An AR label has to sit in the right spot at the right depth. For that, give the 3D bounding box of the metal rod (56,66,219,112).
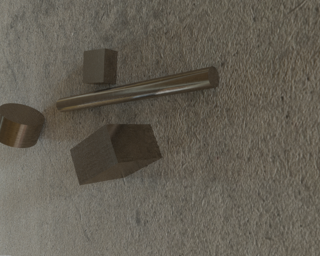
[{"bbox_3d":[-0.055,-0.049,0.447,0.300,0.025,0.025,-5,87,39],"label":"metal rod"}]

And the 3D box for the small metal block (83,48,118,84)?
[{"bbox_3d":[-0.093,-0.094,0.479,0.050,0.025,0.050,5,93,39],"label":"small metal block"}]

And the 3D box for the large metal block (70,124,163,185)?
[{"bbox_3d":[-0.059,0.035,0.415,0.080,0.081,0.050,-32,71,35],"label":"large metal block"}]

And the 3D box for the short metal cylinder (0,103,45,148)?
[{"bbox_3d":[-0.266,-0.005,0.585,0.080,0.081,0.050,40,114,32],"label":"short metal cylinder"}]
